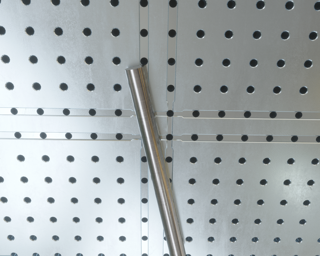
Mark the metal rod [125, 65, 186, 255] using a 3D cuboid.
[{"bbox_3d":[-0.002,0.062,0.436,0.025,0.025,0.298,-11,110,4],"label":"metal rod"}]
